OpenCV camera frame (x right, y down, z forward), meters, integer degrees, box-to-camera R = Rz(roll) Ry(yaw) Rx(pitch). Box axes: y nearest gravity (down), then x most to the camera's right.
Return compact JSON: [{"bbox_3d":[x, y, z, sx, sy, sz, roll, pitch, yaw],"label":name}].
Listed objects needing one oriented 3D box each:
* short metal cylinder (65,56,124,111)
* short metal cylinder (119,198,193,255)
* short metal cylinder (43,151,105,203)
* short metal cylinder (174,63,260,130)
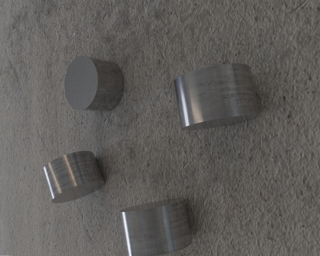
[{"bbox_3d":[-0.100,-0.066,0.472,0.080,0.050,0.080,0,90,40],"label":"short metal cylinder"},{"bbox_3d":[-0.005,0.118,0.373,0.080,0.081,0.050,-17,79,39],"label":"short metal cylinder"},{"bbox_3d":[-0.133,0.076,0.479,0.080,0.081,0.050,-38,67,33],"label":"short metal cylinder"},{"bbox_3d":[0.058,-0.029,0.322,0.080,0.081,0.050,-14,81,39],"label":"short metal cylinder"}]
